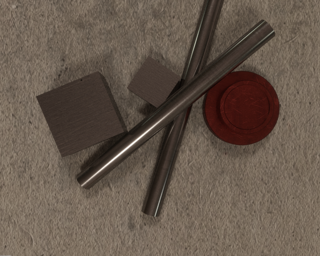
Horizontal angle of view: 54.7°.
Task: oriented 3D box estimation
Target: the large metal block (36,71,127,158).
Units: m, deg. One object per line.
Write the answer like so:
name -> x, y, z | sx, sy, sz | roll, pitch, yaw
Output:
large metal block -> -0.096, -0.017, 0.396 | 0.080, 0.050, 0.080 | -23, 90, -1

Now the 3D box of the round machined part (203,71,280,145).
round machined part -> 0.107, -0.026, 0.403 | 0.099, 0.042, 0.097 | 0, 90, -1

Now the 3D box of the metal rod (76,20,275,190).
metal rod -> 0.013, -0.023, 0.387 | 0.300, 0.025, 0.025 | -40, 91, 9

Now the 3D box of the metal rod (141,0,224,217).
metal rod -> 0.030, -0.030, 0.410 | 0.025, 0.025, 0.298 | 17, 90, -1

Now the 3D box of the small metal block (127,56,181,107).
small metal block -> -0.008, -0.059, 0.410 | 0.050, 0.025, 0.050 | 34, 90, -1
